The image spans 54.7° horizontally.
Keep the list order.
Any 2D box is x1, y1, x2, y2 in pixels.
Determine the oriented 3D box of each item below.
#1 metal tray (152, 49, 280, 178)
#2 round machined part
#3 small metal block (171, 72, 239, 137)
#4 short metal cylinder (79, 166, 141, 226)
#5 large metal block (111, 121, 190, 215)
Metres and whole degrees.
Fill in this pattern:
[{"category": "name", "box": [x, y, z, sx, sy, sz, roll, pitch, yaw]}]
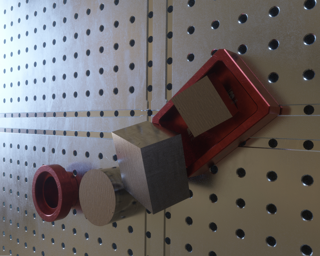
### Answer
[{"category": "metal tray", "box": [0.057, -0.014, 0.358, 0.129, 0.030, 0.090, -45, 63, 30]}, {"category": "round machined part", "box": [-0.182, 0.112, 0.549, 0.098, 0.042, 0.097, 0, 90, 40]}, {"category": "small metal block", "box": [0.049, -0.025, 0.341, 0.050, 0.025, 0.050, -32, 90, 32]}, {"category": "short metal cylinder", "box": [-0.073, 0.097, 0.454, 0.080, 0.050, 0.079, 0, 90, 40]}, {"category": "large metal block", "box": [-0.012, 0.043, 0.372, 0.080, 0.050, 0.079, 21, 125, 57]}]
